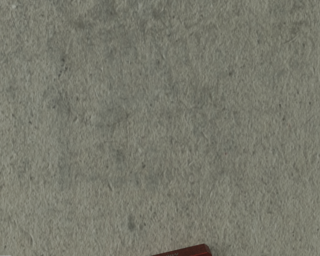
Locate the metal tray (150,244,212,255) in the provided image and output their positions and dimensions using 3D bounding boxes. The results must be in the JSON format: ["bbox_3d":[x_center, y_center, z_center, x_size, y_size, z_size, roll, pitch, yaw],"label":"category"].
[{"bbox_3d":[0.011,0.214,0.407,0.131,0.030,0.089,-13,90,-1],"label":"metal tray"}]
